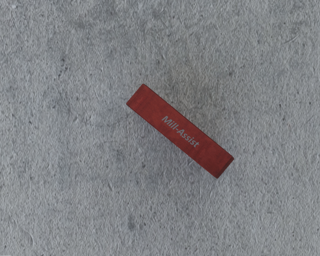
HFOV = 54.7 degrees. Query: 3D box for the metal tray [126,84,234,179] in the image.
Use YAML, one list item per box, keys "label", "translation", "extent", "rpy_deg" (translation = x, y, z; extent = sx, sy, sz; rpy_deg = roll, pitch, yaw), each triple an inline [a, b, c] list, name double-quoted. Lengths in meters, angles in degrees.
- label: "metal tray"
  translation: [0.022, 0.003, 0.379]
  extent: [0.130, 0.090, 0.030]
  rpy_deg: [39, 90, -1]
